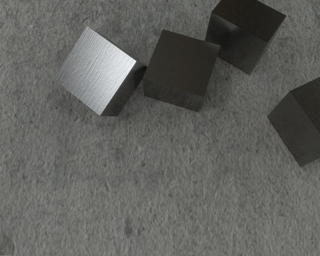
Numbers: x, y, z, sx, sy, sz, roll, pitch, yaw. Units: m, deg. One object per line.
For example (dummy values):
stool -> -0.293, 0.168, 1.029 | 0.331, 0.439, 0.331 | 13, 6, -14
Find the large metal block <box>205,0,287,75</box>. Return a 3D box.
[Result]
large metal block -> 0.112, -0.131, 0.428 | 0.080, 0.080, 0.050 | 33, 73, 11

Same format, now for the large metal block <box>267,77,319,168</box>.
large metal block -> 0.189, -0.006, 0.383 | 0.050, 0.080, 0.080 | -25, 72, -9

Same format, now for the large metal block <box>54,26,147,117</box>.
large metal block -> -0.075, -0.071, 0.404 | 0.080, 0.050, 0.080 | 38, 100, 12

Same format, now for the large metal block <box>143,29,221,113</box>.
large metal block -> 0.029, -0.077, 0.423 | 0.080, 0.050, 0.080 | 18, 71, 6
